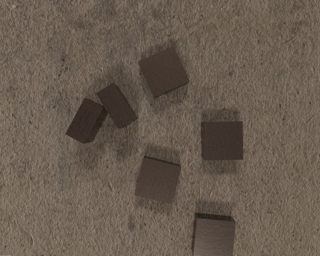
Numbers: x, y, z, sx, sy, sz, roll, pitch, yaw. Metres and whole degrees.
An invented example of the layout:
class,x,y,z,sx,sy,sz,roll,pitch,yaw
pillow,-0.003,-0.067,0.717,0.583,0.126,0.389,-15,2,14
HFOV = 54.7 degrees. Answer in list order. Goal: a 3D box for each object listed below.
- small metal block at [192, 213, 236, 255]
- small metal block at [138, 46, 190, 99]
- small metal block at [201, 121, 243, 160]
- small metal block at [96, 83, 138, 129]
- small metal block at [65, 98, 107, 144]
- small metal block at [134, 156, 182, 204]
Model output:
class,x,y,z,sx,sy,sz,roll,pitch,yaw
small metal block,0.070,0.143,0.411,0.050,0.025,0.050,6,90,-1
small metal block,0.005,-0.073,0.410,0.050,0.025,0.050,-24,90,-1
small metal block,0.082,0.016,0.411,0.050,0.025,0.050,-1,90,-1
small metal block,-0.053,-0.027,0.397,0.025,0.050,0.050,-32,90,0
small metal block,-0.091,-0.009,0.396,0.025,0.050,0.050,28,90,0
small metal block,-0.003,0.068,0.410,0.050,0.025,0.050,14,90,-1
